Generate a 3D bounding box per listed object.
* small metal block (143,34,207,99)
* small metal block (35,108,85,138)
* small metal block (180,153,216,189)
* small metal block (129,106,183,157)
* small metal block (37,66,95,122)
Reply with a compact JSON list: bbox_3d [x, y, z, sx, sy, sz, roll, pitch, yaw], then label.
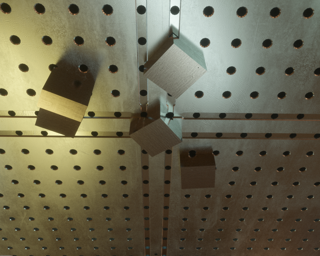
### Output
[{"bbox_3d":[0.017,-0.069,0.353,0.050,0.025,0.050,33,123,-25],"label":"small metal block"},{"bbox_3d":[-0.124,-0.018,0.390,0.050,0.025,0.050,21,137,-17],"label":"small metal block"},{"bbox_3d":[0.056,0.066,0.468,0.050,0.025,0.050,-3,130,3],"label":"small metal block"},{"bbox_3d":[-0.005,0.006,0.416,0.050,0.025,0.050,-29,125,22],"label":"small metal block"},{"bbox_3d":[-0.108,-0.040,0.360,0.050,0.050,0.025,21,127,-17],"label":"small metal block"}]
